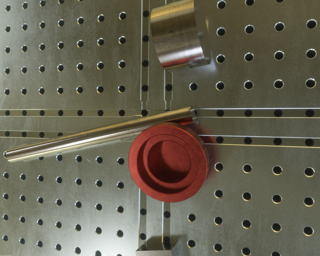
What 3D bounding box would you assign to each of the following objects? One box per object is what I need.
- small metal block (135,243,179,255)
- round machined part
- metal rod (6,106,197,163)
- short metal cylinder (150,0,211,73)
[{"bbox_3d":[-0.001,0.184,0.412,0.050,0.025,0.050,-10,87,19],"label":"small metal block"},{"bbox_3d":[0.013,0.040,0.392,0.098,0.042,0.097,3,103,16],"label":"round machined part"},{"bbox_3d":[-0.096,0.013,0.445,0.301,0.025,0.025,-12,86,19],"label":"metal rod"},{"bbox_3d":[0.027,-0.111,0.373,0.050,0.080,0.080,-9,87,19],"label":"short metal cylinder"}]
